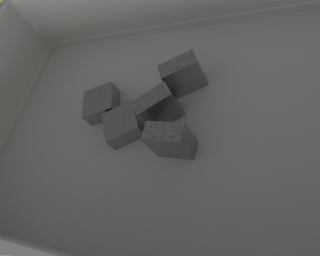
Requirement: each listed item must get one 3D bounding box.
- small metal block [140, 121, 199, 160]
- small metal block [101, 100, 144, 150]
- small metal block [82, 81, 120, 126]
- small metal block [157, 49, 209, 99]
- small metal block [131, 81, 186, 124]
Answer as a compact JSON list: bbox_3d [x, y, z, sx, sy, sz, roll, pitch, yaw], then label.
[{"bbox_3d":[0.013,0.015,0.373,0.050,0.050,0.025,3,63,29],"label":"small metal block"},{"bbox_3d":[-0.051,-0.004,0.434,0.050,0.025,0.050,-25,53,12],"label":"small metal block"},{"bbox_3d":[-0.089,-0.037,0.473,0.050,0.025,0.050,-17,55,17],"label":"small metal block"},{"bbox_3d":[0.032,-0.071,0.415,0.050,0.050,0.025,-23,54,14],"label":"small metal block"},{"bbox_3d":[-0.001,-0.026,0.405,0.050,0.050,0.025,-31,52,8],"label":"small metal block"}]
